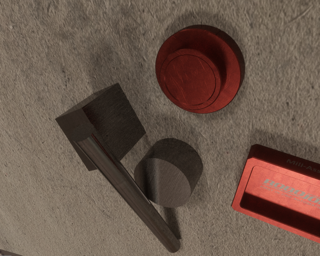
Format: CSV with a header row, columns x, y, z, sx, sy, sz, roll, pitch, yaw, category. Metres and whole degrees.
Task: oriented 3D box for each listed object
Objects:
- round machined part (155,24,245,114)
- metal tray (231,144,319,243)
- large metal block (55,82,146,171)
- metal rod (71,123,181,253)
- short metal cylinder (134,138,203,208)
x,y,z,sx,sy,sz,roll,pitch,yaw,category
0.039,-0.059,0.338,0.098,0.042,0.097,13,124,20,round machined part
0.160,0.081,0.368,0.130,0.030,0.089,19,126,16,metal tray
-0.074,-0.002,0.407,0.050,0.080,0.080,-17,110,34,large metal block
-0.028,0.100,0.414,0.025,0.025,0.299,2,141,27,metal rod
0.012,0.060,0.420,0.080,0.050,0.079,13,124,20,short metal cylinder
